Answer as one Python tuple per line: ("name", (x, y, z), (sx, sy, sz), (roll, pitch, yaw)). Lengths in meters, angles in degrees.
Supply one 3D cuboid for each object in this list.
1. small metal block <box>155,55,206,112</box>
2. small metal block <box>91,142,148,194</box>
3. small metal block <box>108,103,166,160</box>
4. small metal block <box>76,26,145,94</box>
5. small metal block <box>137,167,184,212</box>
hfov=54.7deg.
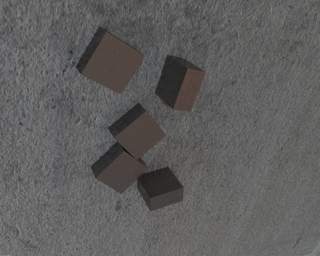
("small metal block", (0.023, -0.054, 0.370), (0.025, 0.050, 0.050), (5, 116, -31))
("small metal block", (-0.053, 0.053, 0.410), (0.050, 0.025, 0.050), (-44, 130, 2))
("small metal block", (-0.028, 0.005, 0.394), (0.050, 0.025, 0.050), (-40, 129, -1))
("small metal block", (-0.053, -0.072, 0.333), (0.050, 0.025, 0.050), (26, 104, -37))
("small metal block", (0.000, 0.086, 0.444), (0.050, 0.050, 0.025), (-13, 124, -21))
